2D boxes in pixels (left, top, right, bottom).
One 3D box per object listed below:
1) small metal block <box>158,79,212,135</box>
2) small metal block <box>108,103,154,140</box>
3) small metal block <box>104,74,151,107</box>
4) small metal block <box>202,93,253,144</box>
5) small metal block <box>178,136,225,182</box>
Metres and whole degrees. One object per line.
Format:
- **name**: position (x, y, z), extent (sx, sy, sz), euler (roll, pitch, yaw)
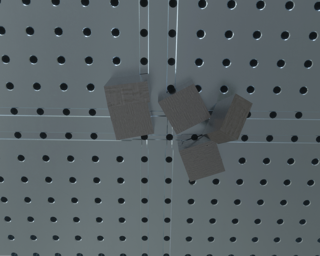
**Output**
- **small metal block**: position (0.032, -0.027, 0.403), extent (0.050, 0.025, 0.050), euler (-27, 108, 9)
- **small metal block**: position (-0.037, -0.016, 0.407), extent (0.050, 0.025, 0.050), euler (-10, 110, 3)
- **small metal block**: position (-0.038, -0.047, 0.382), extent (0.050, 0.050, 0.025), euler (-7, 110, 2)
- **small metal block**: position (0.083, -0.010, 0.387), extent (0.025, 0.050, 0.050), euler (29, 75, -10)
- **small metal block**: position (0.057, 0.040, 0.429), extent (0.050, 0.025, 0.050), euler (-19, 109, 6)
